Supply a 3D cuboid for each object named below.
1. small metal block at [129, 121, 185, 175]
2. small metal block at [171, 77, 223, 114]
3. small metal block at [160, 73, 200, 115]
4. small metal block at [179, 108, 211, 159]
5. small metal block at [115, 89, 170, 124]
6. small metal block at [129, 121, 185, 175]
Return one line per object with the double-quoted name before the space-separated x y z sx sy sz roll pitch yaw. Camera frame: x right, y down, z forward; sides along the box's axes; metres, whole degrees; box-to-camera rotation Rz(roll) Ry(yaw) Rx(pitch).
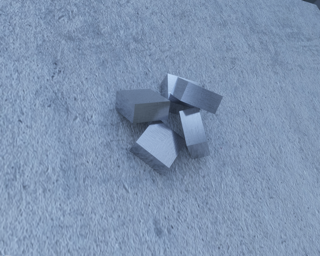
"small metal block" -0.002 0.022 0.392 0.050 0.025 0.050 39 51 -3
"small metal block" 0.047 -0.044 0.410 0.050 0.025 0.050 20 11 -17
"small metal block" 0.029 -0.046 0.451 0.050 0.025 0.050 13 56 -22
"small metal block" 0.047 0.008 0.408 0.025 0.050 0.050 -14 63 8
"small metal block" -0.023 -0.029 0.396 0.050 0.025 0.050 -8 28 -32
"small metal block" -0.002 0.023 0.392 0.050 0.025 0.050 38 51 -2
